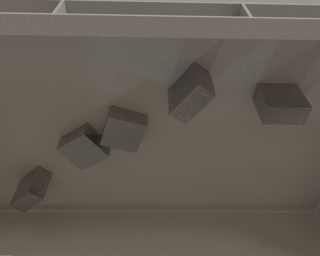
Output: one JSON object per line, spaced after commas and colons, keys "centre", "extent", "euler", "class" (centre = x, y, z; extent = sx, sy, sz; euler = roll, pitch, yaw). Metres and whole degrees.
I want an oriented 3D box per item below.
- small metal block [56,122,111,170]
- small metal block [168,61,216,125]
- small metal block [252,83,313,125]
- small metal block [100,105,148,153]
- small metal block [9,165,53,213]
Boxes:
{"centre": [-0.105, 0.026, 0.430], "extent": [0.050, 0.025, 0.050], "euler": [-27, 126, 21], "class": "small metal block"}
{"centre": [0.035, -0.041, 0.359], "extent": [0.025, 0.050, 0.050], "euler": [30, 124, -23], "class": "small metal block"}
{"centre": [0.144, -0.029, 0.370], "extent": [0.050, 0.050, 0.025], "euler": [1, 130, -2], "class": "small metal block"}
{"centre": [-0.048, 0.002, 0.410], "extent": [0.050, 0.025, 0.050], "euler": [14, 129, -13], "class": "small metal block"}
{"centre": [-0.195, 0.092, 0.469], "extent": [0.050, 0.050, 0.025], "euler": [-35, 122, 25], "class": "small metal block"}
